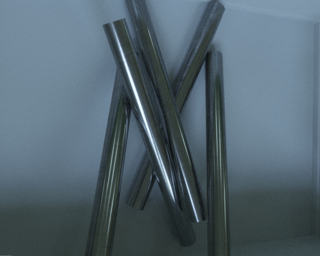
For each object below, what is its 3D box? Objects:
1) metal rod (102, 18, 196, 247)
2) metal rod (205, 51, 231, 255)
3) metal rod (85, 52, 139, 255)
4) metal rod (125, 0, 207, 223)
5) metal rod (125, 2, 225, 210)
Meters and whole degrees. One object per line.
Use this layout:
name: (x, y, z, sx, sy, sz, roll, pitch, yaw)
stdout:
metal rod: (-0.005, 0.022, 0.375, 0.025, 0.025, 0.298, -25, 112, -18)
metal rod: (0.070, 0.034, 0.383, 0.025, 0.025, 0.299, 12, 65, -20)
metal rod: (-0.051, 0.039, 0.332, 0.025, 0.025, 0.299, 15, 62, -20)
metal rod: (0.008, -0.031, 0.391, 0.025, 0.025, 0.298, -15, 87, -20)
metal rod: (0.024, -0.035, 0.420, 0.025, 0.025, 0.299, 25, 81, -19)
